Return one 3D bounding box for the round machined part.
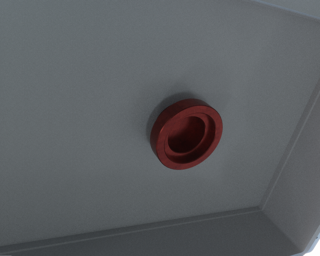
[{"bbox_3d":[0.032,0.005,0.417,0.099,0.042,0.097,-14,124,-21],"label":"round machined part"}]
